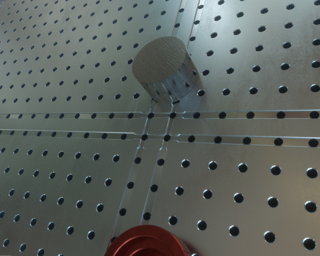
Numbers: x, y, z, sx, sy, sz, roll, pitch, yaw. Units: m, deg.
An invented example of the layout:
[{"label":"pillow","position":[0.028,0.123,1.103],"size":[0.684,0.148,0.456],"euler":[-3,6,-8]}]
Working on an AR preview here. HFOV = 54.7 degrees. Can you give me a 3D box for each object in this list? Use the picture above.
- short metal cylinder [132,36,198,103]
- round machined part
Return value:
[{"label":"short metal cylinder","position":[0.008,-0.082,0.438],"size":[0.080,0.050,0.080],"euler":[-13,56,21]},{"label":"round machined part","position":[-0.009,0.151,0.310],"size":[0.098,0.042,0.098],"euler":[-13,56,21]}]
